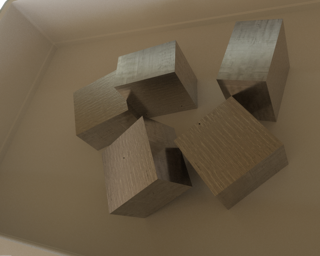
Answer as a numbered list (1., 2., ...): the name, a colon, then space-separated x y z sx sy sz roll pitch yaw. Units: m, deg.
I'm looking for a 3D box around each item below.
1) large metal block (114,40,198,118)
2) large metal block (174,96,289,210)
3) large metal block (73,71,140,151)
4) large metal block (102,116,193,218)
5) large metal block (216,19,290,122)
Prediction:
1. large metal block: -0.002 -0.060 0.408 0.080 0.080 0.050 -11 57 22
2. large metal block: 0.075 0.026 0.334 0.080 0.050 0.080 -38 51 2
3. large metal block: -0.074 -0.026 0.445 0.080 0.050 0.080 -25 53 13
4. large metal block: -0.019 0.047 0.354 0.080 0.050 0.080 -40 47 30
5. large metal block: 0.110 -0.063 0.352 0.050 0.080 0.080 8 66 32
